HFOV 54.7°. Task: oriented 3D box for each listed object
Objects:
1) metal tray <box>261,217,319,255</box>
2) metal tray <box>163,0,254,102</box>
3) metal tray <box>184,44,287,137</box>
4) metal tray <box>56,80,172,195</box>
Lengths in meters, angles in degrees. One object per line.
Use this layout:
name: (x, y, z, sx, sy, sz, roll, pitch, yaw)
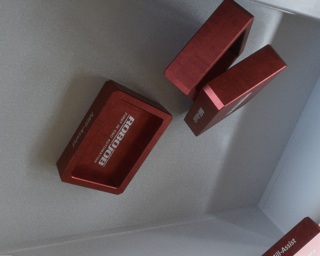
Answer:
metal tray: (0.210, 0.211, 0.498, 0.130, 0.030, 0.090, -42, 130, 0)
metal tray: (0.054, -0.073, 0.336, 0.090, 0.030, 0.130, -49, 172, 7)
metal tray: (0.082, -0.038, 0.372, 0.090, 0.030, 0.130, -33, 171, -12)
metal tray: (-0.056, 0.017, 0.384, 0.090, 0.030, 0.129, 24, 105, -37)
